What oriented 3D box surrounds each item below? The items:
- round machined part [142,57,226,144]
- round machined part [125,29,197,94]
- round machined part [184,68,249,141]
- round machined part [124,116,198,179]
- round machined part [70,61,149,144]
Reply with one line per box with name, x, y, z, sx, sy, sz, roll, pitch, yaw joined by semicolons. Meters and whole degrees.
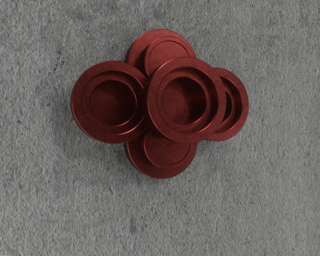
round machined part;0.025;-0.031;0.366;0.099;0.042;0.097;0;91;-21
round machined part;0.006;-0.081;0.404;0.099;0.042;0.097;0;90;-21
round machined part;0.069;-0.031;0.428;0.099;0.042;0.097;0;90;-21
round machined part;0.006;0.018;0.404;0.099;0.042;0.097;0;90;-21
round machined part;-0.059;-0.030;0.380;0.099;0.042;0.097;0;90;-21
